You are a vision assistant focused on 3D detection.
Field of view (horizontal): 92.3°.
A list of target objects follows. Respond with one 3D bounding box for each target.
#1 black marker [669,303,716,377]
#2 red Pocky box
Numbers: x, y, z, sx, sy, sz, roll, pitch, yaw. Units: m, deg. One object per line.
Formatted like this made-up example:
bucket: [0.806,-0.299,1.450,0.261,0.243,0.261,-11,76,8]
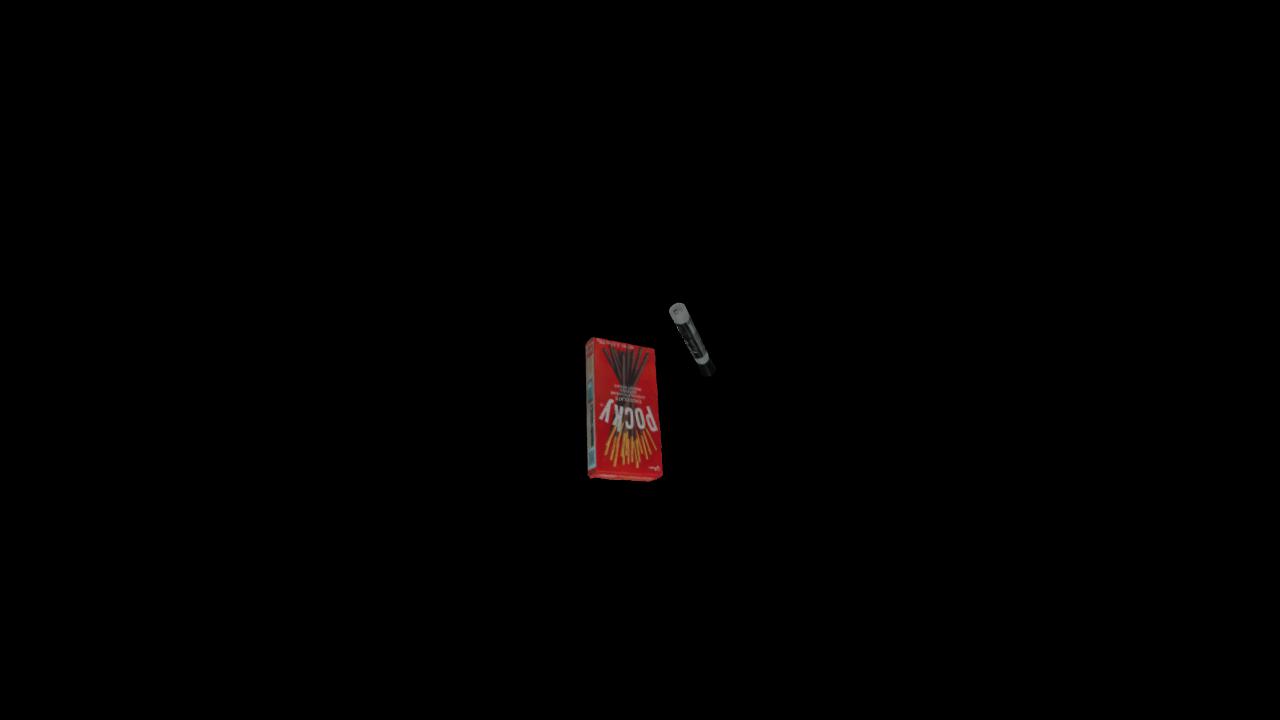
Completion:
black marker: [0.062,-0.019,0.697,0.020,0.020,0.121,0,-35,27]
red Pocky box: [-0.018,0.054,0.682,0.083,0.155,0.028,10,-26,-30]
